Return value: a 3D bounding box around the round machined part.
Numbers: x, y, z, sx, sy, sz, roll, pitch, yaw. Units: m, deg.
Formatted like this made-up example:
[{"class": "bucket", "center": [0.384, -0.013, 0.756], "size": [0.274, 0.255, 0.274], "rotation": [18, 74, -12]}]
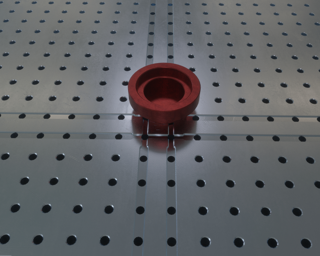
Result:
[{"class": "round machined part", "center": [0.006, -0.045, 0.434], "size": [0.099, 0.042, 0.098], "rotation": [0, 50, 0]}]
